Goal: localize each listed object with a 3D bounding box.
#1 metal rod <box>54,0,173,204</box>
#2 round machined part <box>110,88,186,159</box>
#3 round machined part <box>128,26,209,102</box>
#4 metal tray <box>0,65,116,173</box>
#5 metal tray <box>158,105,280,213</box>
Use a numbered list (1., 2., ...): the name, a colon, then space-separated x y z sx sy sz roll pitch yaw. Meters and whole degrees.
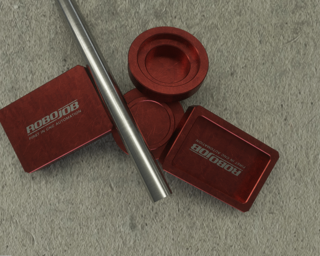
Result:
1. metal rod: -0.064 -0.051 0.377 0.025 0.025 0.299 -27 77 0
2. round machined part: -0.015 -0.007 0.403 0.099 0.042 0.097 0 90 0
3. round machined part: 0.008 -0.076 0.392 0.099 0.042 0.098 3 68 -6
4. metal tray: -0.130 -0.010 0.397 0.130 0.030 0.090 -28 87 8
5. metal tray: 0.075 0.039 0.398 0.131 0.030 0.090 29 90 -11
